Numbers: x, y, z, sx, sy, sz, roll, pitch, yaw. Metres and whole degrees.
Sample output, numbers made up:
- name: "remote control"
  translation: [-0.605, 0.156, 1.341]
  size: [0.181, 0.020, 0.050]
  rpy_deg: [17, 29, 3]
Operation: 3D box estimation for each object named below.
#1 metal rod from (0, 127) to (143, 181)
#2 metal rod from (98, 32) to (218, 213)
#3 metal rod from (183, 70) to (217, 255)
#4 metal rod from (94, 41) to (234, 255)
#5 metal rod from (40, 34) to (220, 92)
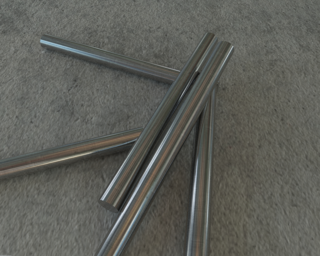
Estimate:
- name: "metal rod"
  translation: [-0.164, 0.044, 0.363]
  size: [0.302, 0.025, 0.025]
  rpy_deg: [-13, 52, -12]
- name: "metal rod"
  translation: [0.012, -0.028, 0.399]
  size: [0.025, 0.025, 0.301]
  rpy_deg: [21, 56, 16]
- name: "metal rod"
  translation: [0.047, 0.046, 0.348]
  size: [0.025, 0.025, 0.300]
  rpy_deg: [6, 55, 5]
- name: "metal rod"
  translation: [0.017, 0.011, 0.355]
  size: [0.025, 0.025, 0.300]
  rpy_deg: [23, 65, 17]
- name: "metal rod"
  translation: [-0.055, -0.102, 0.487]
  size: [0.301, 0.025, 0.025]
  rpy_deg: [18, 52, 14]
